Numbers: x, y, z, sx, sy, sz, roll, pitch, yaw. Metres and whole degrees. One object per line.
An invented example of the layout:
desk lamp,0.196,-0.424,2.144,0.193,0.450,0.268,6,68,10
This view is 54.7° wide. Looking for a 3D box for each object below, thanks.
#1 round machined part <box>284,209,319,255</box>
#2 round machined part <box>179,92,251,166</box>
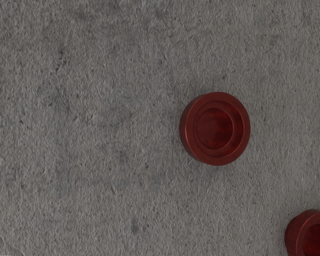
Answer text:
round machined part,0.237,0.176,0.488,0.099,0.042,0.097,0,90,-20
round machined part,0.071,0.001,0.426,0.099,0.042,0.097,0,90,-20
